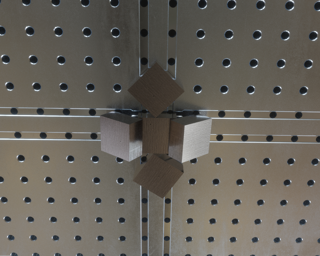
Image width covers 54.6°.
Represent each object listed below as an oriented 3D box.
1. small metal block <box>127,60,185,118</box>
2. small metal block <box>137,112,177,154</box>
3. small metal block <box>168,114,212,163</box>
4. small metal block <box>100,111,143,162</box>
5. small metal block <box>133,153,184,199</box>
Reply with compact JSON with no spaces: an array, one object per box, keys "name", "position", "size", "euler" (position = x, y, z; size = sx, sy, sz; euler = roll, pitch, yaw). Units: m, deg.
[{"name":"small metal block","position":[-0.005,-0.050,0.395],"size":[0.050,0.025,0.050],"euler":[-42,104,13]},{"name":"small metal block","position":[-0.004,0.006,0.415],"size":[0.050,0.025,0.050],"euler":[1,109,-1]},{"name":"small metal block","position":[0.039,0.012,0.403],"size":[0.050,0.025,0.050],"euler":[-14,116,-39]},{"name":"small metal block","position":[-0.050,0.010,0.403],"size":[0.050,0.025,0.050],"euler":[17,115,33]},{"name":"small metal block","position":[-0.002,0.063,0.436],"size":[0.050,0.025,0.050],"euler":[33,107,-10]}]
